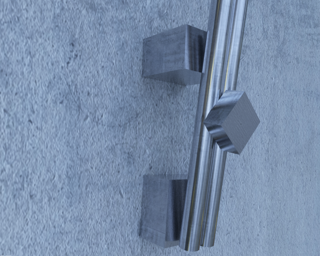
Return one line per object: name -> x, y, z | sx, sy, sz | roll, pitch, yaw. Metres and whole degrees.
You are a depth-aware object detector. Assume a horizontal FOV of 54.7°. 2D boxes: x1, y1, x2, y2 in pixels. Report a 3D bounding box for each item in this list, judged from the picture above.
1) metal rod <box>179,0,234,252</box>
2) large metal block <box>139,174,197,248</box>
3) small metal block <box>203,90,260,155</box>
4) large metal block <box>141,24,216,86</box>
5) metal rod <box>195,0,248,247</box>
metal rod -> 0.053, -0.008, 0.355 | 0.025, 0.025, 0.298 | 4, 95, -40
large metal block -> 0.023, 0.104, 0.408 | 0.081, 0.050, 0.080 | 6, 86, -40
small metal block -> 0.082, -0.007, 0.347 | 0.050, 0.025, 0.050 | -53, 126, -20
large metal block -> 0.033, -0.088, 0.398 | 0.081, 0.080, 0.050 | 4, 88, -40
metal rod -> 0.073, -0.007, 0.372 | 0.025, 0.025, 0.298 | 4, 95, -40
